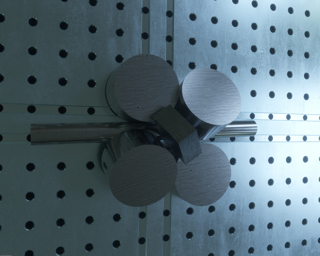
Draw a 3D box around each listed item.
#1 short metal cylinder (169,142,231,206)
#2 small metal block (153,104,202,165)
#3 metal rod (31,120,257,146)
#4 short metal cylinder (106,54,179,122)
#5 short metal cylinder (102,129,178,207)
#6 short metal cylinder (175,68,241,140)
[{"bbox_3d":[0.046,0.058,0.413,0.081,0.050,0.079,0,90,-20],"label":"short metal cylinder"},{"bbox_3d":[0.021,0.008,0.365,0.025,0.050,0.050,-36,144,-11],"label":"small metal block"},{"bbox_3d":[-0.006,0.004,0.406,0.303,0.025,0.025,-2,91,-20],"label":"metal rod"},{"bbox_3d":[-0.023,-0.047,0.387,0.081,0.050,0.079,0,90,-20],"label":"short metal cylinder"},{"bbox_3d":[-0.026,0.047,0.373,0.081,0.050,0.079,-8,113,-18],"label":"short metal cylinder"},{"bbox_3d":[0.057,-0.030,0.403,0.081,0.050,0.080,8,64,-16],"label":"short metal cylinder"}]
